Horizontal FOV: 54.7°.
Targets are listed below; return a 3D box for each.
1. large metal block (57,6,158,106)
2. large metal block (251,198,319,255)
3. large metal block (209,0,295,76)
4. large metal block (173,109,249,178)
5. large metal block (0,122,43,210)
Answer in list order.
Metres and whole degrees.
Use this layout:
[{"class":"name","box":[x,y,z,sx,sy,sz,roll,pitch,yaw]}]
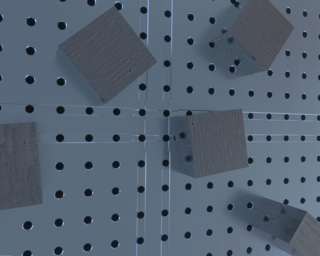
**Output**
[{"class":"large metal block","box":[-0.065,-0.084,0.376,0.080,0.050,0.080,-42,104,-15]},{"class":"large metal block","box":[0.199,0.156,0.459,0.080,0.080,0.050,40,77,-16]},{"class":"large metal block","box":[0.133,-0.136,0.450,0.080,0.050,0.080,38,78,-17]},{"class":"large metal block","box":[0.069,0.019,0.426,0.081,0.050,0.079,-8,93,-20]},{"class":"large metal block","box":[-0.154,0.035,0.327,0.050,0.080,0.079,-5,92,-20]}]
